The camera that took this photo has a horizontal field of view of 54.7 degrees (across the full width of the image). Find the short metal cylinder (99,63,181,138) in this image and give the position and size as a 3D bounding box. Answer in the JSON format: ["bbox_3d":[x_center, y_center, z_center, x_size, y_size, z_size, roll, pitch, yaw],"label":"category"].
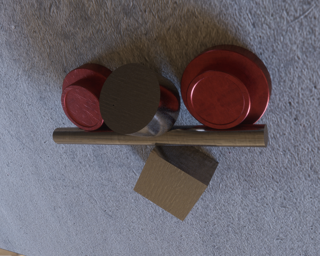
[{"bbox_3d":[-0.023,-0.030,0.362,0.080,0.050,0.080,-4,81,28],"label":"short metal cylinder"}]

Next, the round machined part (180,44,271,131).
[{"bbox_3d":[0.068,-0.037,0.339,0.098,0.042,0.097,13,124,21],"label":"round machined part"}]

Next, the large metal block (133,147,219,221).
[{"bbox_3d":[0.020,0.066,0.419,0.080,0.050,0.079,31,128,8],"label":"large metal block"}]

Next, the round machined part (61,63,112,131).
[{"bbox_3d":[-0.095,-0.035,0.425,0.098,0.042,0.097,13,124,21],"label":"round machined part"}]

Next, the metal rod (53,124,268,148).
[{"bbox_3d":[-0.020,0.010,0.398,0.300,0.025,0.025,-1,118,28],"label":"metal rod"}]
